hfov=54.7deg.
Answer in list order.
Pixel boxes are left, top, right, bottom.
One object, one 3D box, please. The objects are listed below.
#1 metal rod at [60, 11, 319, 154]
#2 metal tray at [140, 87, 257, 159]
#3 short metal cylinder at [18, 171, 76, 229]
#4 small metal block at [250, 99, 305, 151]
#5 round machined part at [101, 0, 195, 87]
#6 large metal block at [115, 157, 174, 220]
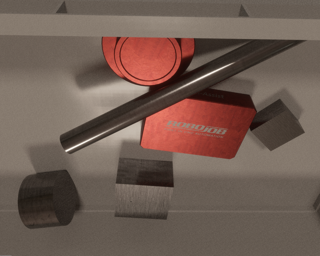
[{"bbox_3d":[0.027,-0.045,0.337,0.301,0.025,0.025,-25,127,7],"label":"metal rod"},{"bbox_3d":[0.045,-0.008,0.400,0.131,0.030,0.089,8,130,-8],"label":"metal tray"},{"bbox_3d":[-0.165,0.106,0.461,0.050,0.080,0.080,-7,130,6],"label":"short metal cylinder"},{"bbox_3d":[0.152,-0.003,0.409,0.050,0.025,0.050,-35,122,26],"label":"small metal block"},{"bbox_3d":[-0.012,-0.084,0.326,0.099,0.042,0.097,-1,130,0],"label":"round machined part"},{"bbox_3d":[-0.025,0.093,0.472,0.081,0.050,0.079,5,130,-5],"label":"large metal block"}]
